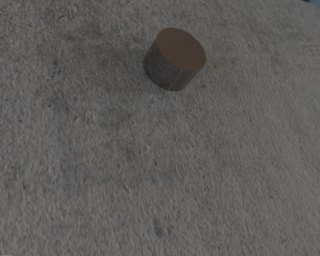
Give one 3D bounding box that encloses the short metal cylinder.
[{"bbox_3d":[0.021,-0.102,0.463,0.081,0.050,0.080,14,56,-21],"label":"short metal cylinder"}]
